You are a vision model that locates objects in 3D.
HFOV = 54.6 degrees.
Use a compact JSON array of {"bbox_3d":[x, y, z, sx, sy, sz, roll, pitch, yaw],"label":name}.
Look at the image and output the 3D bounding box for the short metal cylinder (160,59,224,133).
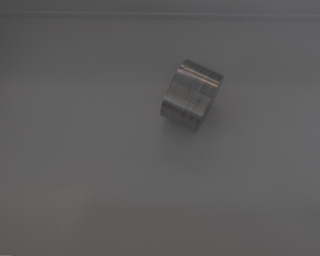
[{"bbox_3d":[0.041,-0.040,0.396,0.050,0.080,0.080,27,72,9],"label":"short metal cylinder"}]
